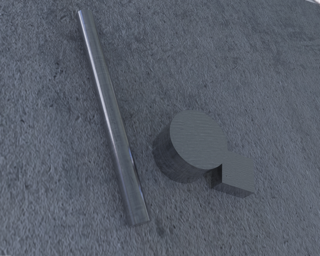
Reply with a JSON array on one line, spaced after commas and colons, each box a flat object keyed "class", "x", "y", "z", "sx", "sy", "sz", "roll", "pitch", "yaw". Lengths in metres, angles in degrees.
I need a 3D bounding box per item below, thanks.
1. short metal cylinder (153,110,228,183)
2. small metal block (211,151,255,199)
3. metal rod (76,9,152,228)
[{"class": "short metal cylinder", "x": 0.037, "y": 0.024, "z": 0.393, "sx": 0.081, "sy": 0.050, "sz": 0.080, "roll": 14, "pitch": 56, "yaw": -21}, {"class": "small metal block", "x": 0.098, "y": 0.062, "z": 0.419, "sx": 0.050, "sy": 0.025, "sz": 0.050, "roll": 20, "pitch": 54, "yaw": -17}, {"class": "metal rod", "x": -0.064, "y": -0.029, "z": 0.386, "sx": 0.025, "sy": 0.025, "sz": 0.299, "roll": -4, "pitch": 64, "yaw": -30}]
